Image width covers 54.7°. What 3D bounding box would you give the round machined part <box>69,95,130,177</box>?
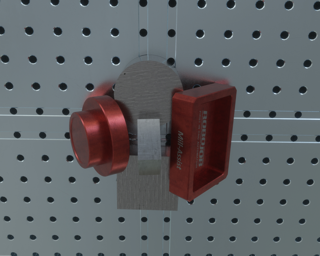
[{"bbox_3d":[-0.078,0.012,0.374,0.042,0.098,0.097,-11,114,-32],"label":"round machined part"}]

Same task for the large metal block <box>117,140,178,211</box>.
[{"bbox_3d":[-0.015,0.063,0.423,0.081,0.050,0.079,2,110,-1],"label":"large metal block"}]

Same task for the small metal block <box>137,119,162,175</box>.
[{"bbox_3d":[-0.013,0.023,0.363,0.025,0.050,0.050,-1,152,-3],"label":"small metal block"}]

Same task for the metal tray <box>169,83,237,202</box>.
[{"bbox_3d":[0.054,0.015,0.386,0.030,0.091,0.129,19,116,39],"label":"metal tray"}]

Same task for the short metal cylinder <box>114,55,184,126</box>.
[{"bbox_3d":[-0.013,-0.046,0.382,0.081,0.050,0.079,0,110,0],"label":"short metal cylinder"}]
